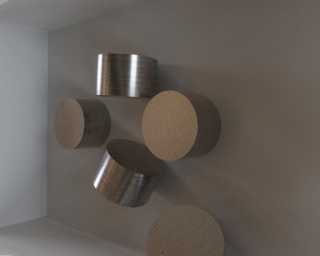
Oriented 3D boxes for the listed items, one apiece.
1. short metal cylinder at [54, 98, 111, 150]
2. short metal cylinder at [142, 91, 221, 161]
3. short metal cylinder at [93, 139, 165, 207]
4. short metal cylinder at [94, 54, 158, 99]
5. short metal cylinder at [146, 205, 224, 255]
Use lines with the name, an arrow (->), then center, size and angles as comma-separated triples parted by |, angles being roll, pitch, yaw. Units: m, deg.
short metal cylinder -> -0.124, -0.007, 0.493 | 0.080, 0.050, 0.080 | 0, 90, 40
short metal cylinder -> 0.025, -0.003, 0.370 | 0.080, 0.050, 0.080 | 0, 90, 40
short metal cylinder -> -0.040, 0.057, 0.404 | 0.080, 0.081, 0.050 | 39, 114, 33
short metal cylinder -> -0.044, -0.065, 0.407 | 0.080, 0.081, 0.050 | 6, 94, 40
short metal cylinder -> 0.030, 0.133, 0.339 | 0.080, 0.050, 0.080 | -6, 53, 8
